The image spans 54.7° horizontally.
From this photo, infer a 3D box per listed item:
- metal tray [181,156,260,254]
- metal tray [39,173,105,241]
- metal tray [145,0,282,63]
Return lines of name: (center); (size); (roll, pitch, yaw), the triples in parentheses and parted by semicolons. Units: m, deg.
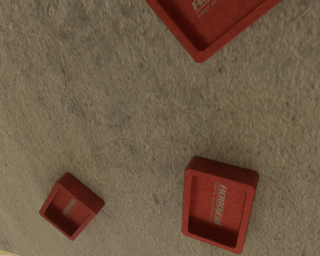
metal tray: (0.079, 0.108, 0.427); (0.090, 0.030, 0.129); (13, 124, 20)
metal tray: (-0.169, 0.151, 0.583); (0.090, 0.030, 0.129); (40, 129, 1)
metal tray: (0.059, -0.134, 0.288); (0.090, 0.030, 0.130); (49, 128, -7)
